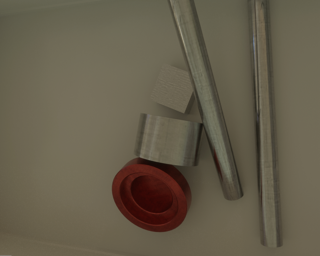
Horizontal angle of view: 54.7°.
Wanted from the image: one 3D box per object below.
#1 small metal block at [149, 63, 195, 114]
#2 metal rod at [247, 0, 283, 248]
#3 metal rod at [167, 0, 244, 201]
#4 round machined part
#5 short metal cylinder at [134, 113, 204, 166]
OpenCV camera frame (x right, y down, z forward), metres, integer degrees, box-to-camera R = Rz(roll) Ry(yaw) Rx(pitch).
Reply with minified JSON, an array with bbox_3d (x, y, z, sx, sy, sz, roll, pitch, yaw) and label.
[{"bbox_3d":[0.021,-0.051,0.402,0.050,0.025,0.050,24,98,18],"label":"small metal block"},{"bbox_3d":[0.124,-0.013,0.366,0.025,0.025,0.298,-3,89,19],"label":"metal rod"},{"bbox_3d":[0.045,-0.052,0.331,0.025,0.025,0.298,-12,111,19],"label":"metal rod"},{"bbox_3d":[-0.007,0.079,0.391,0.098,0.042,0.097,9,116,19],"label":"round machined part"},{"bbox_3d":[0.012,0.013,0.376,0.080,0.080,0.050,11,92,19],"label":"short metal cylinder"}]
